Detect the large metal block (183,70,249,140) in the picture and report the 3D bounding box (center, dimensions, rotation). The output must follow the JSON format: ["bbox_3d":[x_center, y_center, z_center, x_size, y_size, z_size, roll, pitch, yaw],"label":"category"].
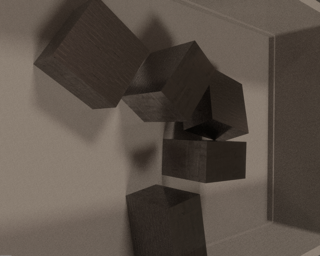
[{"bbox_3d":[0.078,-0.032,0.444,0.080,0.050,0.080,18,61,-39],"label":"large metal block"}]

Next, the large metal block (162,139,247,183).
[{"bbox_3d":[0.060,0.042,0.423,0.081,0.080,0.050,3,89,-40],"label":"large metal block"}]

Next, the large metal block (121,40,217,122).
[{"bbox_3d":[0.010,-0.054,0.381,0.050,0.080,0.080,47,62,-30],"label":"large metal block"}]

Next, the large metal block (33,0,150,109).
[{"bbox_3d":[-0.070,-0.076,0.333,0.080,0.050,0.080,41,65,-33],"label":"large metal block"}]

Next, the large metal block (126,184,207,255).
[{"bbox_3d":[0.007,0.120,0.379,0.050,0.080,0.079,-13,99,-40],"label":"large metal block"}]
